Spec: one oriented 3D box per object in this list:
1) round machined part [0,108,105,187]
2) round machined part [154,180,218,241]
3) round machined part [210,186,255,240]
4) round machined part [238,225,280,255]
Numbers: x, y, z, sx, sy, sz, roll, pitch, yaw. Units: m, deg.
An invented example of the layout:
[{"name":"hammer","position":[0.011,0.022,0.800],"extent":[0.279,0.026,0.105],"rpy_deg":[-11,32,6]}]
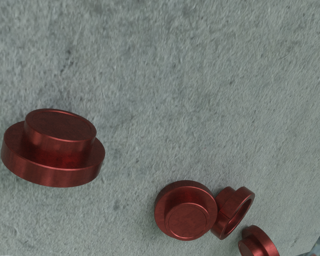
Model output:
[{"name":"round machined part","position":[-0.103,0.013,0.313],"extent":[0.099,0.098,0.042],"rpy_deg":[7,115,-32]},{"name":"round machined part","position":[0.040,0.134,0.478],"extent":[0.099,0.042,0.097],"rpy_deg":[-1,109,-1]},{"name":"round machined part","position":[0.118,0.140,0.536],"extent":[0.099,0.042,0.097],"rpy_deg":[-35,144,-30]},{"name":"round machined part","position":[0.195,0.251,0.625],"extent":[0.042,0.098,0.097],"rpy_deg":[-23,127,-15]}]
